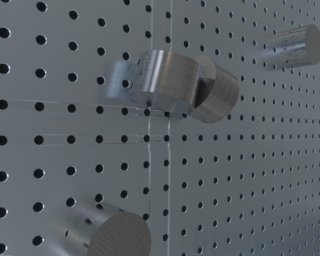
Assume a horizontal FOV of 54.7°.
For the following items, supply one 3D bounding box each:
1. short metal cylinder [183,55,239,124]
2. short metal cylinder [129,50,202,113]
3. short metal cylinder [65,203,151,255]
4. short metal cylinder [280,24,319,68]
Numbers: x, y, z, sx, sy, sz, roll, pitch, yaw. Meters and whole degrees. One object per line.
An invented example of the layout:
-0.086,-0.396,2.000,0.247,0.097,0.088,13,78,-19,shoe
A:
0.060,-0.051,0.423,0.050,0.080,0.080,23,76,-38,short metal cylinder
0.007,-0.054,0.379,0.080,0.080,0.050,21,77,-38,short metal cylinder
-0.057,0.129,0.345,0.081,0.050,0.079,0,90,-40,short metal cylinder
0.292,-0.167,0.636,0.081,0.050,0.079,0,90,-40,short metal cylinder
